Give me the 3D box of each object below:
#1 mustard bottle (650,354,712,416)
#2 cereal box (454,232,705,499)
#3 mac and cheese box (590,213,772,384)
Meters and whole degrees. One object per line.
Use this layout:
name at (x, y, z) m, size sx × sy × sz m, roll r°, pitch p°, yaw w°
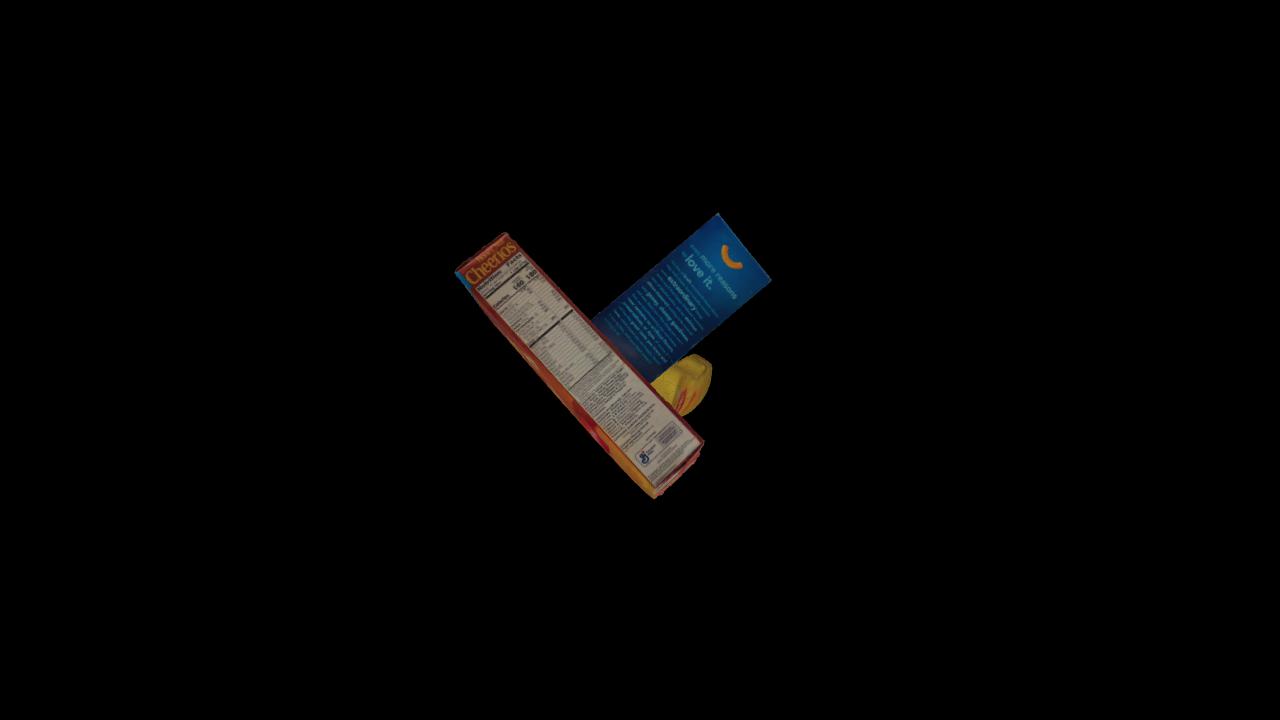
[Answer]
mustard bottle at (0.027, 0.045, 0.734) m, size 0.054 × 0.092 × 0.184 m, roll 41°, pitch 21°, yaw 15°
cereal box at (-0.061, 0.018, 0.695) m, size 0.081 × 0.306 × 0.203 m, roll -42°, pitch -12°, yaw -8°
mac and cheese box at (0.037, -0.058, 0.648) m, size 0.184 × 0.093 × 0.041 m, roll -40°, pitch 4°, yaw 0°
